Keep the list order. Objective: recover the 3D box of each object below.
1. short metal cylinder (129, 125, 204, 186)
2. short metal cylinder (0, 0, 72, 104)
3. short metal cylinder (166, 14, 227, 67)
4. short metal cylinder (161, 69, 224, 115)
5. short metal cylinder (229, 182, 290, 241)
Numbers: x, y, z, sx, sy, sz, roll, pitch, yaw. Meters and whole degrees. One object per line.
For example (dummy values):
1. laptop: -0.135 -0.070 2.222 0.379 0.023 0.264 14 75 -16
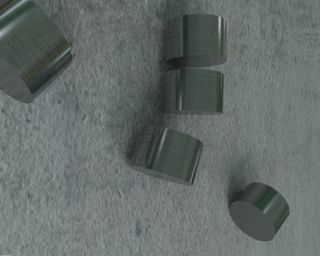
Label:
1. short metal cylinder: 0.008 0.035 0.378 0.080 0.080 0.050 28 73 -37
2. short metal cylinder: -0.124 -0.067 0.265 0.080 0.080 0.050 51 60 -28
3. short metal cylinder: 0.048 -0.112 0.411 0.081 0.080 0.050 -1 91 -40
4. short metal cylinder: 0.043 -0.045 0.407 0.081 0.080 0.050 3 88 -40
5. short metal cylinder: 0.162 0.137 0.509 0.050 0.080 0.080 -36 113 -34
